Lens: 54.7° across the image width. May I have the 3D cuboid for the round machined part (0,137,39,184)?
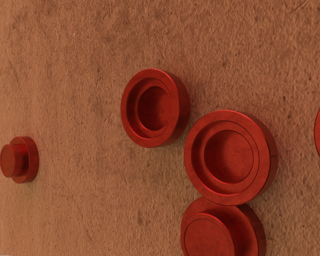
[{"bbox_3d":[-0.294,0.066,0.637,0.098,0.042,0.097,0,90,40],"label":"round machined part"}]

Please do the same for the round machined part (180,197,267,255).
[{"bbox_3d":[0.062,0.124,0.343,0.098,0.042,0.097,0,90,40],"label":"round machined part"}]

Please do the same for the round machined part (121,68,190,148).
[{"bbox_3d":[-0.002,-0.024,0.395,0.098,0.042,0.097,0,90,40],"label":"round machined part"}]

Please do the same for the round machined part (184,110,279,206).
[{"bbox_3d":[0.077,0.030,0.330,0.098,0.042,0.097,0,90,40],"label":"round machined part"}]

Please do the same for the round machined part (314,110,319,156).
[{"bbox_3d":[0.180,0.004,0.245,0.098,0.042,0.097,0,90,40],"label":"round machined part"}]
